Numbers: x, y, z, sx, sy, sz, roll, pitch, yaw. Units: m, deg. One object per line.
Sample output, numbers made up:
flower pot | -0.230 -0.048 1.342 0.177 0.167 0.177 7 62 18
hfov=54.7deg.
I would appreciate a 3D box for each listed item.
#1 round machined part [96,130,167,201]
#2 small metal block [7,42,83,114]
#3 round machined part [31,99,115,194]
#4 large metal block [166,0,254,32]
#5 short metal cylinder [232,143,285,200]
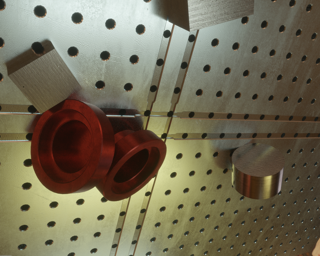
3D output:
round machined part | -0.042 0.041 0.388 0.099 0.042 0.097 -34 148 -25
small metal block | -0.116 -0.051 0.316 0.050 0.025 0.050 -33 129 -7
round machined part | -0.088 0.021 0.335 0.098 0.098 0.042 -55 154 11
large metal block | 0.052 -0.156 0.326 0.081 0.050 0.080 -20 126 -16
short metal cylinder | 0.158 0.069 0.504 0.081 0.080 0.050 -21 126 -16
